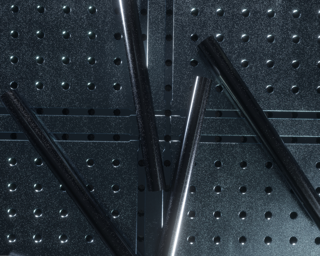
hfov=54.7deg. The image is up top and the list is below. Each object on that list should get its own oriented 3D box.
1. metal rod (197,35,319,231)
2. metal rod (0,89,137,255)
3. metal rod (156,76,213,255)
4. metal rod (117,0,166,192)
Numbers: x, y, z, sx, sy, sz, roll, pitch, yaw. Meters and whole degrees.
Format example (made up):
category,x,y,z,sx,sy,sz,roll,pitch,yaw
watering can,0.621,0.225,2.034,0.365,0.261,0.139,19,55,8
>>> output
category,x,y,z,sx,sy,sz,roll,pitch,yaw
metal rod,0.143,0.008,0.415,0.025,0.025,0.299,-34,90,0
metal rod,-0.113,0.078,0.411,0.025,0.025,0.299,-36,90,0
metal rod,0.027,0.080,0.413,0.025,0.025,0.298,12,90,-1
metal rod,-0.027,-0.066,0.412,0.025,0.025,0.298,-9,90,0
